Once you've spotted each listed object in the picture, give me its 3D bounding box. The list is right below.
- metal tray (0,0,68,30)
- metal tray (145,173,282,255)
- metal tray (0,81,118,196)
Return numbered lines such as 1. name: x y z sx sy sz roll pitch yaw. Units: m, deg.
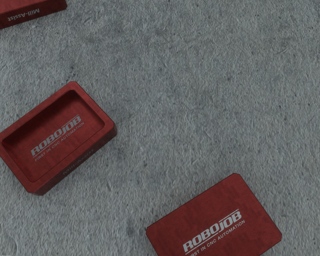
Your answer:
1. metal tray: -0.222 -0.209 0.480 0.131 0.030 0.090 -21 71 -8
2. metal tray: 0.061 0.124 0.361 0.131 0.030 0.090 -30 73 -11
3. metal tray: -0.133 0.011 0.400 0.130 0.030 0.090 -41 75 -14
